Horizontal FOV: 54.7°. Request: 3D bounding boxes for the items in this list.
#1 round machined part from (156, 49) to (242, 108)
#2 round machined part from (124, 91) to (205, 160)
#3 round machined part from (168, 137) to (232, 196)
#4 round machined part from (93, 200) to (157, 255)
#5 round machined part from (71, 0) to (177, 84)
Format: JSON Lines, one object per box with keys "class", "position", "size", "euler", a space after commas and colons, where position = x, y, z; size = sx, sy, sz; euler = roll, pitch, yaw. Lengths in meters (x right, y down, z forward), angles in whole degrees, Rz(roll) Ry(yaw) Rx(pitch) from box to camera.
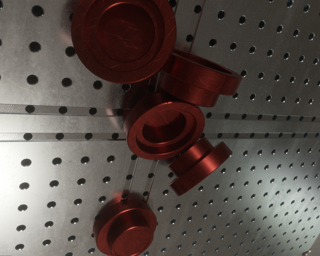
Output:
{"class": "round machined part", "position": [0.039, -0.056, 0.351], "size": [0.099, 0.098, 0.042], "euler": [8, 113, -33]}
{"class": "round machined part", "position": [0.003, -0.008, 0.388], "size": [0.099, 0.042, 0.097], "euler": [-12, 136, -11]}
{"class": "round machined part", "position": [0.050, 0.049, 0.438], "size": [0.098, 0.042, 0.098], "euler": [-39, 173, -5]}
{"class": "round machined part", "position": [-0.049, 0.162, 0.475], "size": [0.099, 0.042, 0.097], "euler": [-14, 124, -21]}
{"class": "round machined part", "position": [-0.032, -0.092, 0.306], "size": [0.099, 0.042, 0.097], "euler": [0, 96, 4]}
